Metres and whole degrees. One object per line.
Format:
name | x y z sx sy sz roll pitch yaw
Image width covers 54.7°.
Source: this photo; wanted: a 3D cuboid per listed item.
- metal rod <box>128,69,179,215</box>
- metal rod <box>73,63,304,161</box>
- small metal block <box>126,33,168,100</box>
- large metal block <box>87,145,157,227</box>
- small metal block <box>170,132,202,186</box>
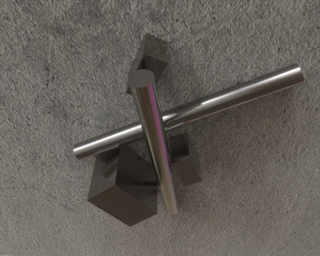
metal rod | 0.002 0.044 0.406 0.025 0.025 0.299 -6 142 5
metal rod | 0.023 -0.015 0.394 0.301 0.025 0.025 -19 128 15
small metal block | -0.014 -0.066 0.334 0.025 0.050 0.050 19 127 -16
large metal block | -0.049 0.079 0.438 0.050 0.080 0.080 -32 123 24
small metal block | 0.036 0.043 0.428 0.025 0.050 0.050 -19 128 15
